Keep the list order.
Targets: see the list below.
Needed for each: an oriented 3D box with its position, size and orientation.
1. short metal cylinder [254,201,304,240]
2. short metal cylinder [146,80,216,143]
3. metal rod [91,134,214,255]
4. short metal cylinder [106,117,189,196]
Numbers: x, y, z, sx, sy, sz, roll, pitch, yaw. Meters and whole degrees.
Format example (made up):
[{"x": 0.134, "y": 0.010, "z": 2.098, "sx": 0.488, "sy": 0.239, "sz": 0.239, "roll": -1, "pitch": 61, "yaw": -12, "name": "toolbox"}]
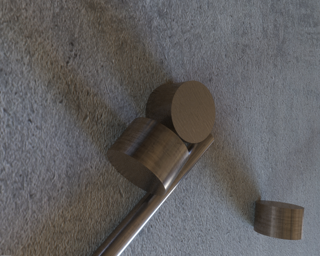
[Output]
[{"x": 0.208, "y": 0.159, "z": 0.544, "sx": 0.081, "sy": 0.080, "sz": 0.050, "roll": 10, "pitch": 84, "yaw": -40, "name": "short metal cylinder"}, {"x": 0.028, "y": -0.021, "z": 0.412, "sx": 0.081, "sy": 0.050, "sz": 0.079, "roll": 0, "pitch": 90, "yaw": -40, "name": "short metal cylinder"}, {"x": -0.021, "y": 0.105, "z": 0.386, "sx": 0.301, "sy": 0.025, "sz": 0.025, "roll": -45, "pitch": 117, "yaw": -31, "name": "metal rod"}, {"x": -0.014, "y": 0.033, "z": 0.357, "sx": 0.080, "sy": 0.080, "sz": 0.050, "roll": 52, "pitch": 60, "yaw": -28, "name": "short metal cylinder"}]
